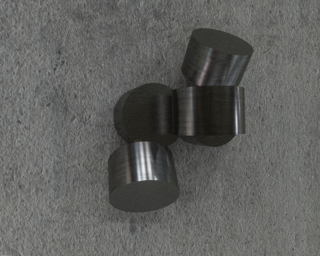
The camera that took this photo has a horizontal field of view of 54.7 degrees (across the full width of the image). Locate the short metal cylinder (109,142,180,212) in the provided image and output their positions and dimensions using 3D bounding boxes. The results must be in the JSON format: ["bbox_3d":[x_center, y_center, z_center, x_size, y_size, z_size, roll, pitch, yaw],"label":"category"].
[{"bbox_3d":[-0.020,0.060,0.367,0.081,0.079,0.050,8,49,-20],"label":"short metal cylinder"}]

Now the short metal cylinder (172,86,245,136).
[{"bbox_3d":[0.054,-0.018,0.349,0.081,0.080,0.050,-2,91,-20],"label":"short metal cylinder"}]

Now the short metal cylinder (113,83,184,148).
[{"bbox_3d":[-0.014,-0.014,0.392,0.081,0.050,0.079,0,90,-21],"label":"short metal cylinder"}]

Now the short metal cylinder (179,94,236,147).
[{"bbox_3d":[0.062,-0.016,0.420,0.081,0.050,0.079,0,90,-21],"label":"short metal cylinder"}]

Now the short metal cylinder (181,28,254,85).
[{"bbox_3d":[0.073,-0.090,0.402,0.081,0.080,0.050,1,128,-20],"label":"short metal cylinder"}]
